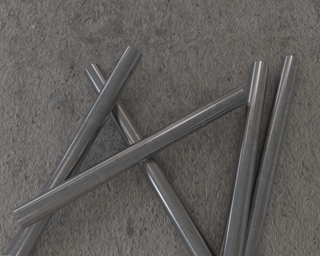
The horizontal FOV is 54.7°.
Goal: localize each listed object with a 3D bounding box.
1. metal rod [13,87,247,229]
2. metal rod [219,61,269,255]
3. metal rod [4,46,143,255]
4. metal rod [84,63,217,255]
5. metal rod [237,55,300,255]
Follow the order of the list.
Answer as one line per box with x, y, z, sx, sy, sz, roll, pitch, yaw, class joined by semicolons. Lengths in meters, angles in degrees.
-0.022;0.027;0.369;0.302;0.025;0.025;-29;73;-14;metal rod
0.105;0.045;0.381;0.025;0.025;0.300;14;67;5;metal rod
-0.102;0.030;0.378;0.025;0.025;0.300;26;78;9;metal rod
-0.018;0.038;0.393;0.025;0.025;0.299;-29;73;-10;metal rod
0.139;0.037;0.395;0.025;0.025;0.300;18;71;6;metal rod
